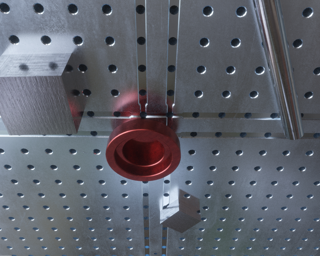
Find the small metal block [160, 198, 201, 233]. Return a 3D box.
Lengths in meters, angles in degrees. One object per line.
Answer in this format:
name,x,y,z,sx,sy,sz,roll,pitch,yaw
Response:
small metal block,0.036,0.155,0.544,0.050,0.025,0.050,31,123,-24

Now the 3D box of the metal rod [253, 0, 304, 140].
metal rod,0.122,-0.097,0.329,0.025,0.025,0.299,-19,128,15

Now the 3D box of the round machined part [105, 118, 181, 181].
round machined part,-0.022,0.025,0.422,0.099,0.042,0.097,0,130,0

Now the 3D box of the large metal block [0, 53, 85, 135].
large metal block,-0.140,-0.038,0.361,0.080,0.050,0.079,-1,130,1
